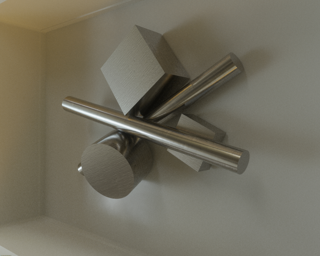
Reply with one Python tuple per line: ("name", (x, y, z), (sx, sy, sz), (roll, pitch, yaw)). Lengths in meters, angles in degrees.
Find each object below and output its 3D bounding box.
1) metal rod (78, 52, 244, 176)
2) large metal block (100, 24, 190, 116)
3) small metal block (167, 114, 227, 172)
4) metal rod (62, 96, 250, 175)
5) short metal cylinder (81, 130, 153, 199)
("metal rod", (-0.020, -0.003, 0.418), (0.299, 0.025, 0.025), (-34, 69, 34))
("large metal block", (-0.021, -0.071, 0.403), (0.080, 0.050, 0.080), (-43, 64, 31))
("small metal block", (0.042, 0.016, 0.366), (0.050, 0.025, 0.050), (33, 110, 34))
("metal rod", (-0.031, -0.002, 0.395), (0.300, 0.025, 0.025), (18, 101, 38))
("short metal cylinder", (-0.057, 0.047, 0.415), (0.080, 0.050, 0.079), (11, 116, 23))
